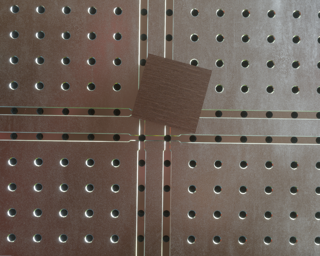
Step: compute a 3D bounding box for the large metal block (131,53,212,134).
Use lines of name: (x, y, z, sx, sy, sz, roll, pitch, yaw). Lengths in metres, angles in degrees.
large metal block: (0.014, -0.042, 0.401, 0.080, 0.050, 0.080, 15, 90, -1)
